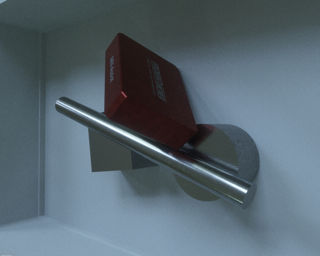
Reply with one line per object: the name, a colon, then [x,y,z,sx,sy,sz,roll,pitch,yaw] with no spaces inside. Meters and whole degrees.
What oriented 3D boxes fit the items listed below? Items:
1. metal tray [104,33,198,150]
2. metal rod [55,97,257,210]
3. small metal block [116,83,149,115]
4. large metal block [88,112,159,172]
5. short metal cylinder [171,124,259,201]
metal tray: [-0.013,-0.044,0.340,0.030,0.090,0.130,-48,32,28]
metal rod: [-0.031,0.013,0.363,0.300,0.025,0.025,23,105,37]
small metal block: [-0.029,-0.044,0.383,0.050,0.025,0.050,-3,52,13]
large metal block: [-0.053,0.017,0.430,0.080,0.050,0.080,-10,84,39]
short metal cylinder: [0.060,0.035,0.338,0.080,0.050,0.079,0,90,39]
